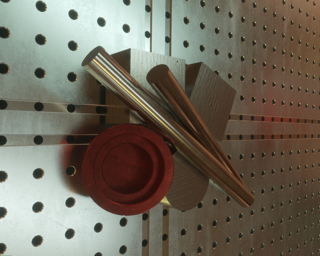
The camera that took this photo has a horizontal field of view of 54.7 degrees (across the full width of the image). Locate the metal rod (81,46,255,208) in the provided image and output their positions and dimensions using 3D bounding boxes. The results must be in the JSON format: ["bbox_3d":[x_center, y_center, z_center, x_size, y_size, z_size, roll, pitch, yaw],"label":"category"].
[{"bbox_3d":[0.031,0.019,0.364,0.300,0.025,0.025,42,65,-33],"label":"metal rod"}]

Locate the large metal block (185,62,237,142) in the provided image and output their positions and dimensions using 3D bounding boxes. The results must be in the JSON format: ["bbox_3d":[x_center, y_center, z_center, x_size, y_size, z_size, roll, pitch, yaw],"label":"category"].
[{"bbox_3d":[0.054,-0.033,0.432,0.080,0.050,0.080,31,71,-36],"label":"large metal block"}]

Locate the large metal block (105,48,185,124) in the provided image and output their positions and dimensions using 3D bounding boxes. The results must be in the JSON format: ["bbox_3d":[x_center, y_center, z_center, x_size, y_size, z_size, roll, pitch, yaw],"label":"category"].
[{"bbox_3d":[-0.017,-0.044,0.370,0.081,0.050,0.079,1,90,-40],"label":"large metal block"}]

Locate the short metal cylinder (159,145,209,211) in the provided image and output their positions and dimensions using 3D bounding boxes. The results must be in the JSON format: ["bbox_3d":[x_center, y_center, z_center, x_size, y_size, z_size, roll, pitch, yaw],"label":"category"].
[{"bbox_3d":[0.019,0.062,0.403,0.081,0.050,0.079,0,90,-40],"label":"short metal cylinder"}]

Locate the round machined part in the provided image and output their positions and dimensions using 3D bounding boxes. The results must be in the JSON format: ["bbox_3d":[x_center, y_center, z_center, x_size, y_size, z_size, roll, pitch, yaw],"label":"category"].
[{"bbox_3d":[-0.037,0.045,0.348,0.099,0.042,0.097,1,87,-17],"label":"round machined part"}]

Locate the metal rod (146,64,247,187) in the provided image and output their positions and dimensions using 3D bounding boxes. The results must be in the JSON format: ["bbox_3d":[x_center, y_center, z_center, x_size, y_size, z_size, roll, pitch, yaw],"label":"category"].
[{"bbox_3d":[0.067,0.026,0.412,0.300,0.025,0.025,49,60,-45],"label":"metal rod"}]
